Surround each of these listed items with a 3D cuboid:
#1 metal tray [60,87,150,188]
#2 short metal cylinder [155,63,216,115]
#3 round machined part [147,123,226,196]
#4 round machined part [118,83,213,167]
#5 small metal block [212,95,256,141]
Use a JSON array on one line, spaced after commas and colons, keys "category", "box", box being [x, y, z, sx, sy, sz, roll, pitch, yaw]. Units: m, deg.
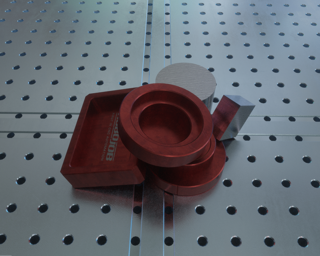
[{"category": "metal tray", "box": [-0.059, 0.007, 0.383, 0.090, 0.030, 0.130, -6, 49, 13]}, {"category": "short metal cylinder", "box": [0.034, -0.046, 0.430, 0.081, 0.050, 0.080, 0, 50, 0]}, {"category": "round machined part", "box": [0.030, 0.028, 0.372, 0.099, 0.042, 0.098, 0, 50, 0]}, {"category": "round machined part", "box": [0.004, 0.001, 0.334, 0.099, 0.042, 0.098, 7, 51, -8]}, {"category": "small metal block", "box": [0.089, -0.014, 0.391, 0.025, 0.050, 0.050, 39, 25, 27]}]
